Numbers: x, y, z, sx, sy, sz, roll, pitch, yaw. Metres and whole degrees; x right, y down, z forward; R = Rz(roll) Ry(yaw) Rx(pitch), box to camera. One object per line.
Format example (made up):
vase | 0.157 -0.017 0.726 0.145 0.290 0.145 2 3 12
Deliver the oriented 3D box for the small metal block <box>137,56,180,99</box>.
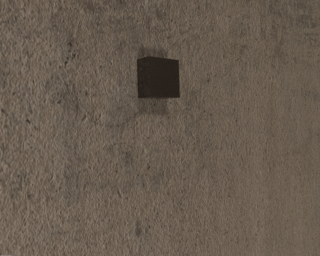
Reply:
small metal block | -0.002 -0.064 0.405 0.050 0.025 0.050 -3 92 -40
